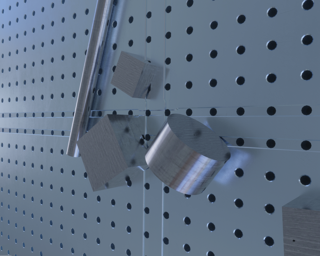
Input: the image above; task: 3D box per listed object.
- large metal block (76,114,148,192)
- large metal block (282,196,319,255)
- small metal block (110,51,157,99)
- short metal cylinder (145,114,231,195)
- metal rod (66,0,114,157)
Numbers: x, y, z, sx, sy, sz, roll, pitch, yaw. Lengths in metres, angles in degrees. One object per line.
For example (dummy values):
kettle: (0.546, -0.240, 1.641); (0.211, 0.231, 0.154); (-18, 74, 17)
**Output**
large metal block: (-0.067, 0.035, 0.446); (0.080, 0.050, 0.080); (-37, 68, 33)
large metal block: (0.155, 0.107, 0.264); (0.080, 0.050, 0.079); (-3, 88, 39)
small metal block: (-0.038, -0.075, 0.439); (0.050, 0.025, 0.050); (34, 111, 34)
short metal cylinder: (0.031, 0.028, 0.347); (0.080, 0.081, 0.050); (47, 118, 29)
metal rod: (-0.109, -0.096, 0.496); (0.025, 0.025, 0.298); (24, 105, 37)
